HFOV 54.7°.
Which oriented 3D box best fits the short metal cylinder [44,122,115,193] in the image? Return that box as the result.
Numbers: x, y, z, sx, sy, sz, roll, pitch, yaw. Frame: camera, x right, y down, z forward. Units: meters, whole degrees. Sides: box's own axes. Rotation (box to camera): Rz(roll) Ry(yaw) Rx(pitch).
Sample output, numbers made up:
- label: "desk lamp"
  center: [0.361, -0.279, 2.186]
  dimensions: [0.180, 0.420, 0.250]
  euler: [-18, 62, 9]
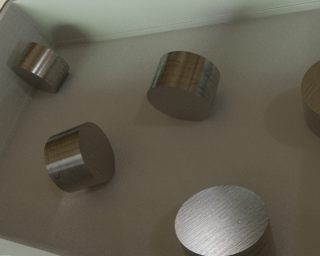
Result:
- label: "short metal cylinder"
  center: [-0.101, 0.038, 0.401]
  dimensions: [0.050, 0.080, 0.080]
  euler: [-20, 54, 16]

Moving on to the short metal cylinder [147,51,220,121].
- label: "short metal cylinder"
  center: [0.030, -0.050, 0.386]
  dimensions: [0.080, 0.080, 0.050]
  euler: [6, 65, 31]

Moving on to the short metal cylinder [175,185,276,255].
- label: "short metal cylinder"
  center: [0.059, 0.097, 0.278]
  dimensions: [0.080, 0.050, 0.080]
  euler: [-15, 27, 8]

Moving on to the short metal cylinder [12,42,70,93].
- label: "short metal cylinder"
  center: [-0.208, -0.104, 0.544]
  dimensions: [0.080, 0.080, 0.050]
  euler: [13, 69, 33]

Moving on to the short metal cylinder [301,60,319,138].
- label: "short metal cylinder"
  center: [0.187, -0.029, 0.309]
  dimensions: [0.080, 0.050, 0.080]
  euler: [-13, 56, 21]
